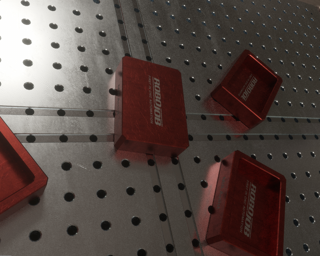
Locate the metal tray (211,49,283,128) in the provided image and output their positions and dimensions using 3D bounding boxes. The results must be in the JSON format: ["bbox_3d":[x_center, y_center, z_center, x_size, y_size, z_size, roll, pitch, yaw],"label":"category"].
[{"bbox_3d":[0.153,-0.071,0.532,0.090,0.030,0.131,40,51,-1],"label":"metal tray"}]

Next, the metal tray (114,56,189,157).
[{"bbox_3d":[-0.013,-0.030,0.418,0.091,0.030,0.130,10,57,-23],"label":"metal tray"}]

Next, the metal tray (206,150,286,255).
[{"bbox_3d":[0.118,0.104,0.407,0.090,0.030,0.130,29,52,-10],"label":"metal tray"}]

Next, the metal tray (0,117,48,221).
[{"bbox_3d":[-0.182,0.029,0.289,0.130,0.030,0.091,50,51,6],"label":"metal tray"}]
